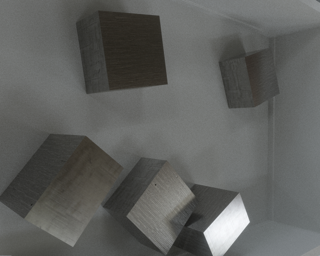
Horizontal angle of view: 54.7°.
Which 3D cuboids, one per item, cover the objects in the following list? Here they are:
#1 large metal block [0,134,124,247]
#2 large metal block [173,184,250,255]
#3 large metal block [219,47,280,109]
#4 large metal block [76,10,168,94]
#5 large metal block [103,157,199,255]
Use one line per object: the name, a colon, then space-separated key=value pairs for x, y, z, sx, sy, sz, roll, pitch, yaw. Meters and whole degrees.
large metal block: x=-0.094 y=0.053 z=0.293 sx=0.050 sy=0.080 sz=0.080 roll=47 pitch=62 yaw=-30
large metal block: x=0.061 y=0.126 z=0.425 sx=0.081 sy=0.080 sz=0.050 roll=-35 pitch=112 yaw=-35
large metal block: x=0.151 y=-0.084 z=0.520 sx=0.081 sy=0.050 sz=0.080 roll=-26 pitch=106 yaw=-37
large metal block: x=-0.042 y=-0.084 z=0.356 sx=0.081 sy=0.050 sz=0.079 roll=-13 pitch=98 yaw=-40
large metal block: x=-0.009 y=0.095 z=0.385 sx=0.080 sy=0.050 sz=0.080 roll=-52 pitch=121 yaw=-27
